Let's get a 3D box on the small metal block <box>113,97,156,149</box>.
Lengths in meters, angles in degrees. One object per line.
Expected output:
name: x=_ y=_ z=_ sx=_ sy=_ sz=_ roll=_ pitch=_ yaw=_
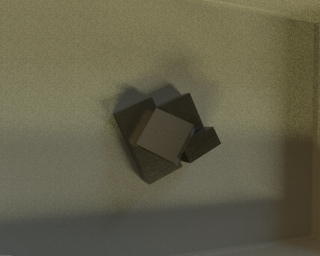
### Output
small metal block: x=-0.026 y=-0.006 z=0.400 sx=0.050 sy=0.025 sz=0.050 roll=-26 pitch=99 yaw=-18

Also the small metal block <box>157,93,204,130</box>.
small metal block: x=0.024 y=-0.014 z=0.419 sx=0.050 sy=0.025 sz=0.050 roll=-26 pitch=99 yaw=-18

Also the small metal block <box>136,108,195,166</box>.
small metal block: x=0.008 y=0.011 z=0.373 sx=0.050 sy=0.025 sz=0.050 roll=25 pitch=79 yaw=16

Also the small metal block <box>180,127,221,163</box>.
small metal block: x=0.044 y=0.021 z=0.413 sx=0.050 sy=0.050 sz=0.025 roll=-30 pitch=100 yaw=-19

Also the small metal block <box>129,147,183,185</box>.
small metal block: x=-0.006 y=0.039 z=0.408 sx=0.050 sy=0.025 sz=0.050 roll=-26 pitch=99 yaw=-18
